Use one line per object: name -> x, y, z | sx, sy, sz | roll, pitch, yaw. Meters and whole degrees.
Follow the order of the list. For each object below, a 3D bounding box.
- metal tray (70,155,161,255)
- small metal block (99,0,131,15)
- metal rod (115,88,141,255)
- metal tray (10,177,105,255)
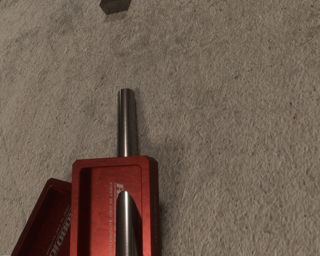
metal tray -> -0.048, 0.097, 0.331 | 0.090, 0.030, 0.129 | -5, 77, 15
small metal block -> -0.084, -0.250, 0.599 | 0.050, 0.025, 0.050 | -2, 61, 27
metal rod -> -0.038, 0.062, 0.360 | 0.025, 0.025, 0.300 | -21, 46, 16
metal tray -> -0.126, 0.134, 0.382 | 0.090, 0.030, 0.130 | 7, 65, 31
